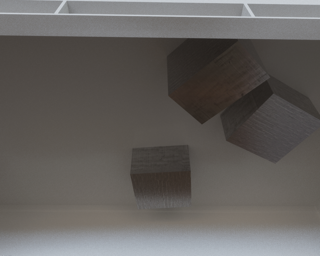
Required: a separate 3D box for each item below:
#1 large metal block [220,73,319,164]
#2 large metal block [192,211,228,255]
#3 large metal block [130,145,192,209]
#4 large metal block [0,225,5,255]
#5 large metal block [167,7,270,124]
[{"bbox_3d":[0.135,-0.011,0.384,0.080,0.050,0.080,24,126,-20],"label":"large metal block"},{"bbox_3d":[0.084,0.206,0.552,0.050,0.080,0.079,-2,130,1],"label":"large metal block"},{"bbox_3d":[0.004,0.073,0.455,0.080,0.050,0.080,-4,130,3],"label":"large metal block"},{"bbox_3d":[-0.341,0.219,0.579,0.081,0.050,0.079,14,129,-12],"label":"large metal block"},{"bbox_3d":[0.054,-0.064,0.319,0.080,0.080,0.050,-37,121,27],"label":"large metal block"}]
